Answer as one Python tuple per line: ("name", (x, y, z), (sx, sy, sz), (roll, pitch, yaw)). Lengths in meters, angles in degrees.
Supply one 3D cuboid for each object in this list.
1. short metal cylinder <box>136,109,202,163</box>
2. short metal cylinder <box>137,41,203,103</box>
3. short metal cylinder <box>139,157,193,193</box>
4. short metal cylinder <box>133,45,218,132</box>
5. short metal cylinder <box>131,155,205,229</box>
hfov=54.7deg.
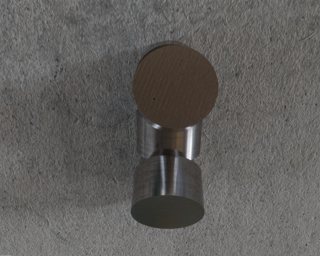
("short metal cylinder", (0.011, 0.003, 0.383), (0.081, 0.080, 0.050), (1, 110, -1))
("short metal cylinder", (0.012, -0.063, 0.375), (0.081, 0.050, 0.079), (0, 110, 0))
("short metal cylinder", (0.009, 0.063, 0.421), (0.081, 0.050, 0.079), (0, 110, 0))
("short metal cylinder", (0.014, -0.037, 0.315), (0.081, 0.050, 0.080), (0, 85, -1))
("short metal cylinder", (0.009, 0.075, 0.355), (0.080, 0.050, 0.080), (1, 138, 1))
